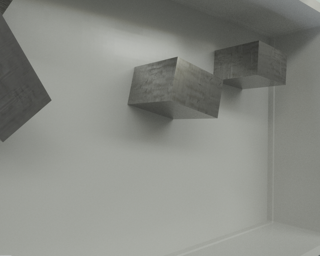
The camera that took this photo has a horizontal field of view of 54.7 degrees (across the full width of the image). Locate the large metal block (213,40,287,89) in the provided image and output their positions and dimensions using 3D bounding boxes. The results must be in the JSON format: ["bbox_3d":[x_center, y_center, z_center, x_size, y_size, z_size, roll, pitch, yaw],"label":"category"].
[{"bbox_3d":[0.143,-0.096,0.494,0.081,0.080,0.050,7,86,-40],"label":"large metal block"}]

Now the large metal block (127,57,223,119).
[{"bbox_3d":[0.019,-0.045,0.389,0.081,0.080,0.050,16,80,-39],"label":"large metal block"}]

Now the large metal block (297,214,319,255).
[{"bbox_3d":[0.353,0.249,0.695,0.081,0.050,0.079,-9,96,-40],"label":"large metal block"}]

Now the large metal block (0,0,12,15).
[{"bbox_3d":[-0.149,-0.136,0.234,0.080,0.080,0.050,21,51,-42],"label":"large metal block"}]

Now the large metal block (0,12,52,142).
[{"bbox_3d":[-0.143,-0.046,0.233,0.050,0.080,0.080,-51,149,-28],"label":"large metal block"}]
